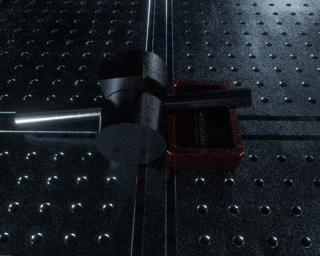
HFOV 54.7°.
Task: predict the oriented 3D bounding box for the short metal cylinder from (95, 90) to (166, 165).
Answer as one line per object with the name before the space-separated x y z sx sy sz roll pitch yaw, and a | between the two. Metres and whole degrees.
short metal cylinder | -0.033 0.001 0.370 0.080 0.080 0.050 1 50 1

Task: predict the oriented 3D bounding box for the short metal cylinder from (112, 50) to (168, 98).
short metal cylinder | -0.030 -0.058 0.418 0.081 0.080 0.050 1 50 0

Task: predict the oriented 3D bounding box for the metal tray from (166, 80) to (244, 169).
metal tray | 0.054 -0.009 0.412 0.091 0.030 0.130 1 50 1

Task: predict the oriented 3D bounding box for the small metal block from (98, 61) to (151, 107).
small metal block | -0.040 -0.049 0.371 0.050 0.050 0.025 -5 50 7

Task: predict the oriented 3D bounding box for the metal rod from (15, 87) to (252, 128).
metal rod | -0.039 -0.025 0.398 0.301 0.025 0.025 -5 50 7
